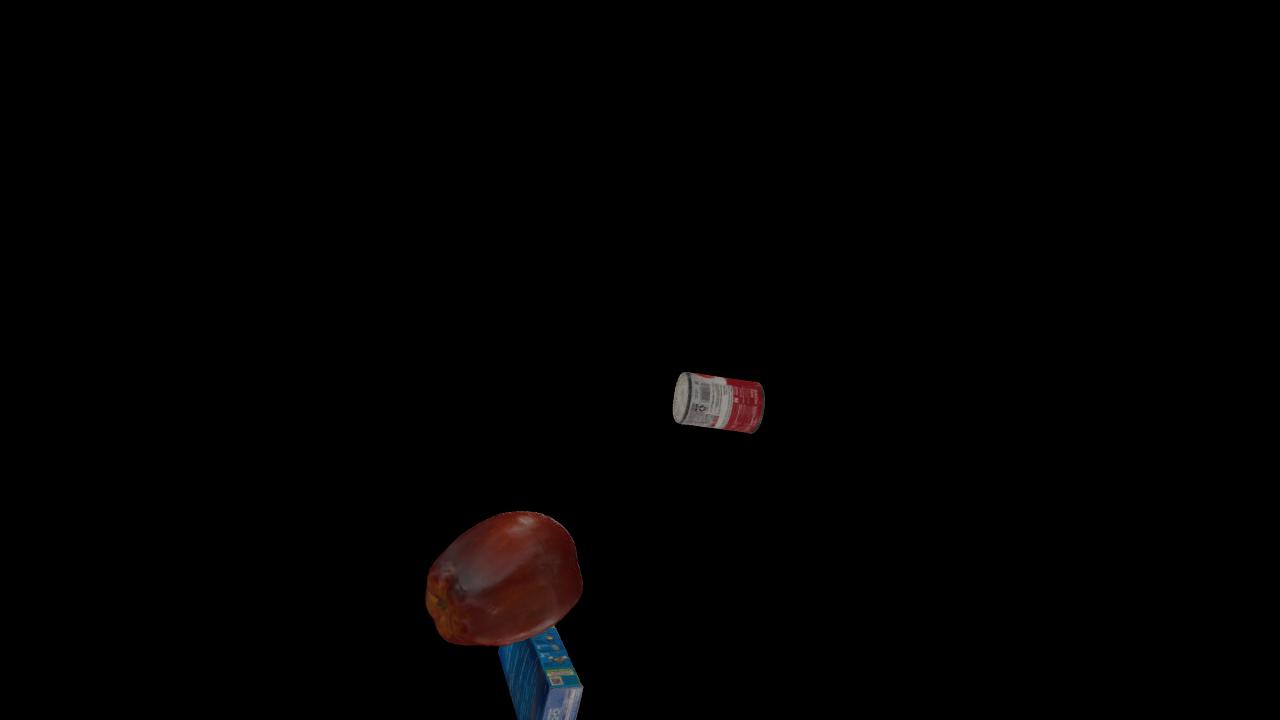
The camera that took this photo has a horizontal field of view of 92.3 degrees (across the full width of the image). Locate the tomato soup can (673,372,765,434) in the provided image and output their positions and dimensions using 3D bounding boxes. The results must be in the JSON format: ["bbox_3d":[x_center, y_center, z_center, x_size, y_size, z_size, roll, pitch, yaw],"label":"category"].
[{"bbox_3d":[0.098,0.055,0.780,0.101,0.068,0.068,8,-2,-12],"label":"tomato soup can"}]

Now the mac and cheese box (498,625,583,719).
[{"bbox_3d":[-0.115,0.339,0.675,0.041,0.093,0.184,8,9,-24],"label":"mac and cheese box"}]

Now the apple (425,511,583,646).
[{"bbox_3d":[-0.080,0.131,0.371,0.079,0.079,0.093,0,9,42],"label":"apple"}]
